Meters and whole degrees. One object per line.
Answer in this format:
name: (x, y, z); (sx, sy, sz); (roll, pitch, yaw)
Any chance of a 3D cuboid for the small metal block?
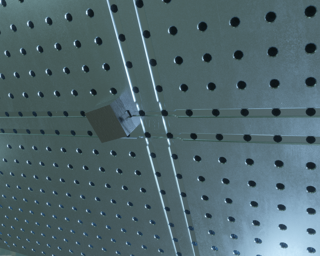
small metal block: (-0.071, -0.010, 0.440); (0.050, 0.025, 0.050); (-15, 111, 34)
